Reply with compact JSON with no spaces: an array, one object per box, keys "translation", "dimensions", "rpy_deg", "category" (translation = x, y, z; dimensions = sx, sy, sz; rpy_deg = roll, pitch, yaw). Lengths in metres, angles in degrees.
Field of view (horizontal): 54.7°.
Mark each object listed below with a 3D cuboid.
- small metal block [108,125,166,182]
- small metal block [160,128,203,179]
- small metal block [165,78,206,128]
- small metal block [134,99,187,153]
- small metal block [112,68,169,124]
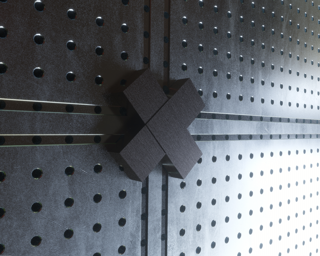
[{"translation":[-0.027,0.031,0.388],"dimensions":[0.050,0.025,0.050],"rpy_deg":[-49,119,-29],"category":"small metal block"},{"translation":[0.027,0.035,0.434],"dimensions":[0.050,0.025,0.050],"rpy_deg":[-49,119,-29],"category":"small metal block"},{"translation":[0.031,-0.035,0.437],"dimensions":[0.050,0.025,0.050],"rpy_deg":[-49,119,-29],"category":"small metal block"},{"translation":[0.002,-0.002,0.412],"dimensions":[0.050,0.025,0.050],"rpy_deg":[-49,119,-29],"category":"small metal block"},{"translation":[-0.024,-0.040,0.391],"dimensions":[0.050,0.025,0.050],"rpy_deg":[-49,119,-29],"category":"small metal block"}]
